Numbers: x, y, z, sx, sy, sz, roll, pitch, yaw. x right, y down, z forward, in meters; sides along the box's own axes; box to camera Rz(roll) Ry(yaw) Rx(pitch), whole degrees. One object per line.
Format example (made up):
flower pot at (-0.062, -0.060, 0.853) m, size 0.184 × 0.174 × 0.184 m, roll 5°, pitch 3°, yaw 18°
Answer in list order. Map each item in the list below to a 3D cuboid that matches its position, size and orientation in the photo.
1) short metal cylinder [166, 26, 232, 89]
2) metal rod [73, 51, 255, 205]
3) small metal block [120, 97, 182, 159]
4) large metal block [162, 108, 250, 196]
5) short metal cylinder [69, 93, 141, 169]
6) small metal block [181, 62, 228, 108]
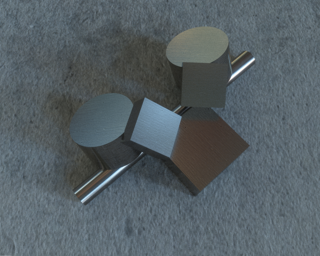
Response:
short metal cylinder at (0.053, -0.090, 0.414) m, size 0.080 × 0.050 × 0.080 m, roll -9°, pitch 51°, yaw 12°
metal rod at (0.015, -0.008, 0.412) m, size 0.301 × 0.025 × 0.025 m, roll -39°, pitch 75°, yaw -14°
small metal block at (-0.009, 0.001, 0.343) m, size 0.050 × 0.025 × 0.050 m, roll 26°, pitch 69°, yaw -25°
large metal block at (0.048, 0.026, 0.385) m, size 0.080 × 0.050 × 0.080 m, roll -40°, pitch 75°, yaw -13°
short metal cylinder at (-0.062, 0.004, 0.379) m, size 0.080 × 0.050 × 0.080 m, roll -9°, pitch 51°, yaw 12°
small metal block at (0.050, -0.051, 0.362) m, size 0.050 × 0.025 × 0.050 m, roll 2°, pitch 101°, yaw 0°
